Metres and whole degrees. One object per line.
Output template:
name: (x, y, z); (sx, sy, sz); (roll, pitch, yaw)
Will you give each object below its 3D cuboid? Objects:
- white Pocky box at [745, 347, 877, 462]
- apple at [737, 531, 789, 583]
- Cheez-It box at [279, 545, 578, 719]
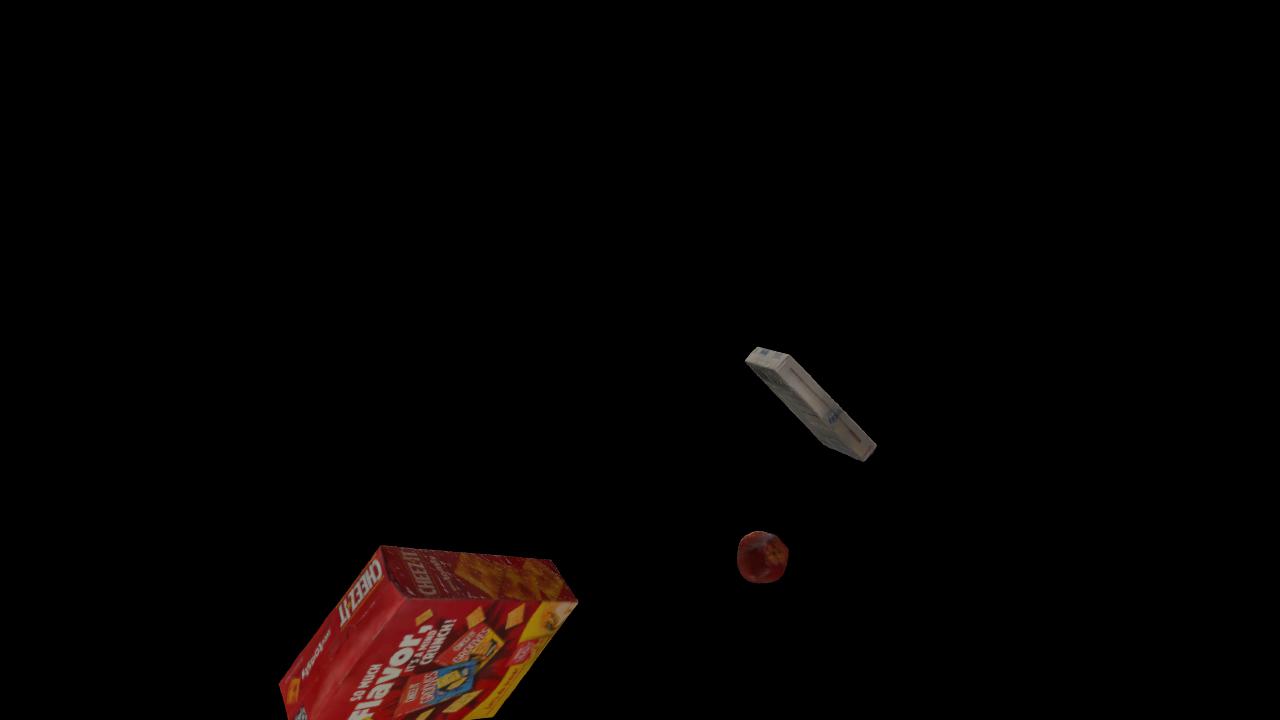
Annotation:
white Pocky box: (0.189, 0.049, 0.690); (0.154, 0.028, 0.084); (44, -6, -16)
apple: (0.187, 0.302, 0.941); (0.079, 0.079, 0.093); (0, -21, -19)
Cheez-It box: (-0.188, 0.268, 0.587); (0.071, 0.166, 0.223); (41, 8, 39)
